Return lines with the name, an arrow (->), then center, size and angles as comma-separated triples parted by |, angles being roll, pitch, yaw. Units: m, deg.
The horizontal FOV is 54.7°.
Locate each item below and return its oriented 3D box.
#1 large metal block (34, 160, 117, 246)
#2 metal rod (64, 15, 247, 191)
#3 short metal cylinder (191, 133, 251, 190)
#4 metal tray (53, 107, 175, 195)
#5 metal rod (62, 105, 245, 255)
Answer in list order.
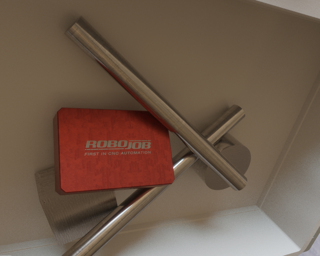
large metal block -> -0.101, 0.088, 0.387 | 0.081, 0.050, 0.079 | -18, 126, -19
metal rod -> 0.014, -0.011, 0.371 | 0.025, 0.025, 0.300 | -46, 117, 4
short metal cylinder -> 0.089, 0.047, 0.469 | 0.081, 0.050, 0.079 | -14, 125, -21
metal tray -> -0.051, 0.026, 0.357 | 0.131, 0.030, 0.090 | 1, 74, -28
metal rod -> 0.005, 0.066, 0.404 | 0.301, 0.025, 0.025 | -39, 131, -20
